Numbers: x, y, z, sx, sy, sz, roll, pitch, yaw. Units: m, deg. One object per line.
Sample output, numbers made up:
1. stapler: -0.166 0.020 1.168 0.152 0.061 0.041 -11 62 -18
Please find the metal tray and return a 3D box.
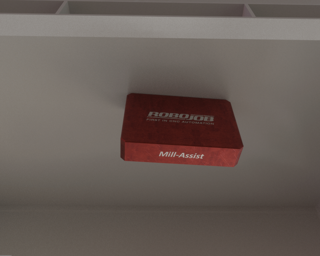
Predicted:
1. metal tray: 0.023 0.000 0.366 0.131 0.090 0.030 4 130 -3
